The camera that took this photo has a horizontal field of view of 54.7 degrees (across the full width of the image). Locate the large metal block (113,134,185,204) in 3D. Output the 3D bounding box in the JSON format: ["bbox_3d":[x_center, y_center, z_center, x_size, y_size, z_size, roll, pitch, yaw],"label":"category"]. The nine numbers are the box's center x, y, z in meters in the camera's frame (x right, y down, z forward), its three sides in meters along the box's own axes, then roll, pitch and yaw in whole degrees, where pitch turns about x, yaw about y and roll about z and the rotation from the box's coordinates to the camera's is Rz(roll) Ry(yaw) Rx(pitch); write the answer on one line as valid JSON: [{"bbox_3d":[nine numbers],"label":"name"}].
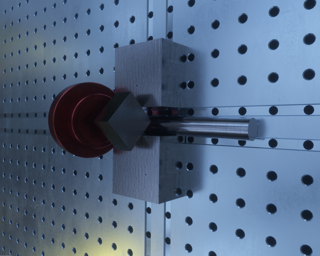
[{"bbox_3d":[-0.016,0.048,0.406,0.080,0.050,0.079,2,91,40],"label":"large metal block"}]

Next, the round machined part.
[{"bbox_3d":[-0.087,-0.010,0.396,0.042,0.099,0.097,7,95,54],"label":"round machined part"}]

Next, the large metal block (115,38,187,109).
[{"bbox_3d":[-0.013,-0.066,0.404,0.080,0.050,0.079,1,91,40],"label":"large metal block"}]

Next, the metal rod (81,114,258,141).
[{"bbox_3d":[-0.017,-0.004,0.423,0.300,0.025,0.025,3,92,40],"label":"metal rod"}]

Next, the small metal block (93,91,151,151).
[{"bbox_3d":[-0.044,-0.008,0.372,0.025,0.050,0.050,1,47,40],"label":"small metal block"}]
